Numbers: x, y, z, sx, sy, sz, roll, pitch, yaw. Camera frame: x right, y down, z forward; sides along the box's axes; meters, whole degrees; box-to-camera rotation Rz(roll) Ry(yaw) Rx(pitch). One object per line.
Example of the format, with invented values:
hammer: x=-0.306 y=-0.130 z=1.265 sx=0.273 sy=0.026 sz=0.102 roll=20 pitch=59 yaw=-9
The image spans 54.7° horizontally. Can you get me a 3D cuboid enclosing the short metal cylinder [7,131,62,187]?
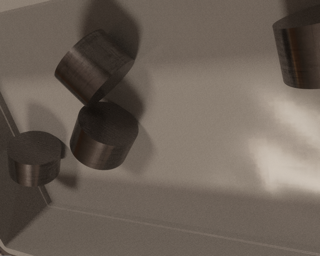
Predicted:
short metal cylinder: x=-0.206 y=0.049 z=0.509 sx=0.080 sy=0.080 sz=0.050 roll=26 pitch=127 yaw=12

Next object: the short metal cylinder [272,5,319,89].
short metal cylinder: x=0.140 y=-0.071 z=0.255 sx=0.080 sy=0.080 sz=0.050 roll=-7 pitch=115 yaw=31

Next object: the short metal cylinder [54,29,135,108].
short metal cylinder: x=-0.076 y=-0.070 z=0.369 sx=0.050 sy=0.080 sz=0.080 roll=45 pitch=129 yaw=-3

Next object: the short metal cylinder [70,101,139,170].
short metal cylinder: x=-0.075 y=0.010 z=0.417 sx=0.080 sy=0.080 sz=0.050 roll=34 pitch=129 yaw=5
